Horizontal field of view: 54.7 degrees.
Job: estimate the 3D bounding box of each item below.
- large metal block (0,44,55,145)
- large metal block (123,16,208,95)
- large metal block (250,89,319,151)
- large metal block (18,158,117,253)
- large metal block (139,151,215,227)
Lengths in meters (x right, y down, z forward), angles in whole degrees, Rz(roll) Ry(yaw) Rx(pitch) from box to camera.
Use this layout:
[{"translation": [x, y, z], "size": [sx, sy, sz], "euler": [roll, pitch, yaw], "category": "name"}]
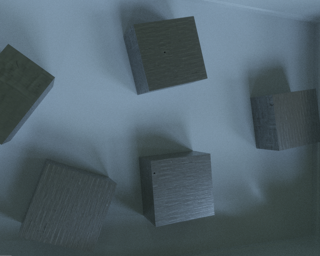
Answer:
[{"translation": [-0.157, -0.032, 0.323], "size": [0.050, 0.080, 0.080], "euler": [37, 78, -17], "category": "large metal block"}, {"translation": [0.006, -0.092, 0.400], "size": [0.081, 0.050, 0.080], "euler": [-15, 95, -20], "category": "large metal block"}, {"translation": [0.191, -0.013, 0.470], "size": [0.081, 0.050, 0.079], "euler": [-9, 93, -20], "category": "large metal block"}, {"translation": [-0.106, 0.088, 0.359], "size": [0.080, 0.050, 0.080], "euler": [21, 83, -19], "category": "large metal block"}, {"translation": [0.021, 0.075, 0.406], "size": [0.081, 0.050, 0.079], "euler": [-5, 92, -20], "category": "large metal block"}]
